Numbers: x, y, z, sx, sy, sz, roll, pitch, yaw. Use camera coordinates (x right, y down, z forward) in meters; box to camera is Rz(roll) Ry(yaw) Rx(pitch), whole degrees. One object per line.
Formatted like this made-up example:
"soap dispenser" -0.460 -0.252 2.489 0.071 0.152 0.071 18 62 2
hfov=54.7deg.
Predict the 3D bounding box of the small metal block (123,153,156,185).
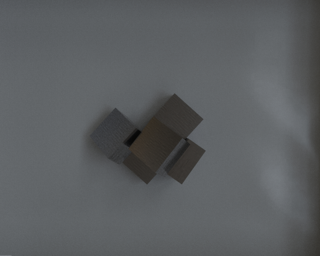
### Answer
"small metal block" -0.018 0.037 0.409 0.050 0.025 0.050 42 90 -1

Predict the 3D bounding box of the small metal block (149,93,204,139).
"small metal block" 0.021 -0.010 0.410 0.050 0.025 0.050 42 90 -1

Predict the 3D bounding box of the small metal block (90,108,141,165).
"small metal block" -0.054 0.010 0.397 0.050 0.025 0.050 -48 52 0

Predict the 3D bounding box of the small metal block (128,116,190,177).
"small metal block" -0.001 0.022 0.373 0.050 0.025 0.050 38 90 33

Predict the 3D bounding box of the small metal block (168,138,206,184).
"small metal block" 0.030 0.040 0.398 0.025 0.050 0.050 35 90 -1
